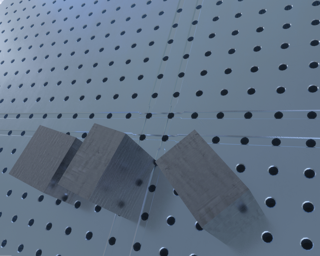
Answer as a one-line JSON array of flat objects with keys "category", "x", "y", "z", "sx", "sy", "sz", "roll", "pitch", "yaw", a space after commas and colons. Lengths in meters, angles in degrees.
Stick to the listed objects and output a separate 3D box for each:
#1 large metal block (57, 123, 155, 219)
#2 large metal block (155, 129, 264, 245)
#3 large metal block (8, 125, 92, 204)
[{"category": "large metal block", "x": -0.059, "y": 0.052, "z": 0.370, "sx": 0.050, "sy": 0.080, "sz": 0.080, "roll": 16, "pitch": 70, "yaw": 34}, {"category": "large metal block", "x": 0.051, "y": 0.060, "z": 0.309, "sx": 0.050, "sy": 0.080, "sz": 0.080, "roll": -40, "pitch": 51, "yaw": 1}, {"category": "large metal block", "x": -0.150, "y": 0.050, "z": 0.438, "sx": 0.080, "sy": 0.050, "sz": 0.080, "roll": 15, "pitch": 69, "yaw": 33}]
